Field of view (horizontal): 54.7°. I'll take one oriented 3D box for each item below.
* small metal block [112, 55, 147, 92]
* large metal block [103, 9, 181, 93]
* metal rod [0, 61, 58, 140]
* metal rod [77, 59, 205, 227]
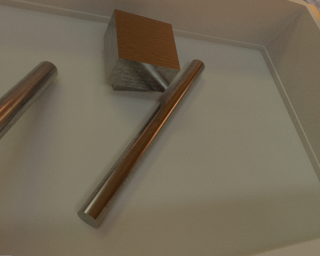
[{"bbox_3d":[-0.043,-0.079,0.432,0.050,0.025,0.050,-2,63,-30],"label":"small metal block"},{"bbox_3d":[-0.026,-0.099,0.405,0.081,0.050,0.080,6,59,-25],"label":"large metal block"},{"bbox_3d":[-0.147,0.010,0.250,0.025,0.025,0.300,27,30,-12],"label":"metal rod"},{"bbox_3d":[-0.006,-0.004,0.406,0.025,0.025,0.301,38,51,-4],"label":"metal rod"}]
